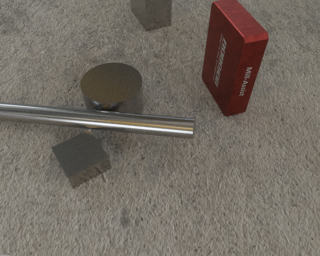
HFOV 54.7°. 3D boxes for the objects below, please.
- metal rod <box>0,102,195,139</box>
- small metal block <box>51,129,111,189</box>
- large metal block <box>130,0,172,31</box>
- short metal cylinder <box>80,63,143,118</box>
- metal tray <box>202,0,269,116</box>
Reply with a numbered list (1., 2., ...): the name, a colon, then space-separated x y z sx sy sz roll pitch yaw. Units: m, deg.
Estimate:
1. metal rod: -0.107 -0.013 0.391 0.301 0.025 0.025 5 50 12
2. small metal block: -0.094 0.036 0.372 0.050 0.025 0.050 -27 56 -21
3. large metal block: -0.018 -0.238 0.568 0.050 0.080 0.080 -18 53 -15
4. short metal cylinder: -0.063 -0.045 0.424 0.081 0.050 0.080 0 50 0
5. metal tray: 0.093 -0.090 0.412 0.030 0.129 0.090 -14 52 -11
